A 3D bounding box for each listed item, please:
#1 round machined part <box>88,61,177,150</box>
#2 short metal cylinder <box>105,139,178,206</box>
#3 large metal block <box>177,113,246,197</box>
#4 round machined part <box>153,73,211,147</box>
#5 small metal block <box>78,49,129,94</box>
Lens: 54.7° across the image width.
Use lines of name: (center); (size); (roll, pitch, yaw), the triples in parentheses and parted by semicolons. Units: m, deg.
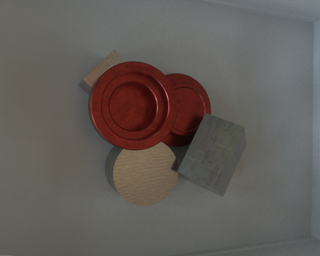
round machined part: (-0.033, -0.024, 0.357); (0.099, 0.042, 0.097); (0, 90, -21)
short metal cylinder: (-0.024, 0.052, 0.388); (0.081, 0.050, 0.079); (0, 90, -21)
large metal block: (0.071, 0.038, 0.400); (0.050, 0.080, 0.080); (23, 79, 22)
round machined part: (0.025, -0.024, 0.408); (0.099, 0.042, 0.097); (0, 90, -21)
small metal block: (-0.068, -0.063, 0.370); (0.025, 0.050, 0.050); (46, 76, -15)
